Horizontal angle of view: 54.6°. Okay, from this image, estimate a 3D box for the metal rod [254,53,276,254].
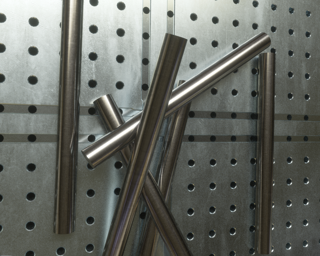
[{"bbox_3d":[0.159,0.037,0.470,0.025,0.025,0.298,1,90,-20],"label":"metal rod"}]

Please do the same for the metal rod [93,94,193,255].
[{"bbox_3d":[-0.004,0.096,0.385,0.025,0.025,0.299,-27,89,-18],"label":"metal rod"}]

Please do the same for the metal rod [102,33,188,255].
[{"bbox_3d":[-0.025,0.044,0.356,0.025,0.025,0.298,12,104,-20],"label":"metal rod"}]

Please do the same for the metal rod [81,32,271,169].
[{"bbox_3d":[0.035,-0.046,0.396,0.301,0.025,0.025,-35,102,-21],"label":"metal rod"}]

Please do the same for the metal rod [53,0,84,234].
[{"bbox_3d":[-0.109,-0.026,0.372,0.025,0.025,0.298,2,89,-20],"label":"metal rod"}]

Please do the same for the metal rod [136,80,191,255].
[{"bbox_3d":[0.001,0.083,0.412,0.025,0.025,0.299,15,85,-19],"label":"metal rod"}]
